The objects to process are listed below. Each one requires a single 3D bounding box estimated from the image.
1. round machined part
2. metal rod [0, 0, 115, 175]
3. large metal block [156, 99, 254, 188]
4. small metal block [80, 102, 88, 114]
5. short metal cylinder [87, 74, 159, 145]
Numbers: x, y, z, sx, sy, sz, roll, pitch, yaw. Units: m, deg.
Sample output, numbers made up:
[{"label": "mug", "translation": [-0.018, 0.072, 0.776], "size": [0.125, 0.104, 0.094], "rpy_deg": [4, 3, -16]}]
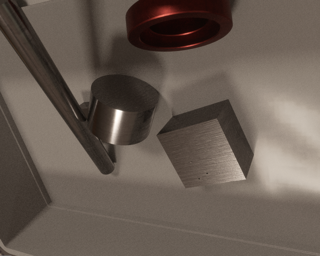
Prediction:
[{"label": "round machined part", "translation": [0.017, -0.109, 0.294], "size": [0.098, 0.099, 0.042], "rpy_deg": [-8, 86, 31]}, {"label": "metal rod", "translation": [-0.108, -0.021, 0.371], "size": [0.025, 0.025, 0.299], "rpy_deg": [14, 150, 20]}, {"label": "large metal block", "translation": [0.056, 0.021, 0.375], "size": [0.080, 0.050, 0.080], "rpy_deg": [-17, 110, 34]}, {"label": "small metal block", "translation": [-0.089, -0.011, 0.447], "size": [0.050, 0.025, 0.050], "rpy_deg": [-2, 118, 28]}, {"label": "short metal cylinder", "translation": [-0.046, -0.024, 0.381], "size": [0.080, 0.080, 0.050], "rpy_deg": [26, 127, 12]}]
